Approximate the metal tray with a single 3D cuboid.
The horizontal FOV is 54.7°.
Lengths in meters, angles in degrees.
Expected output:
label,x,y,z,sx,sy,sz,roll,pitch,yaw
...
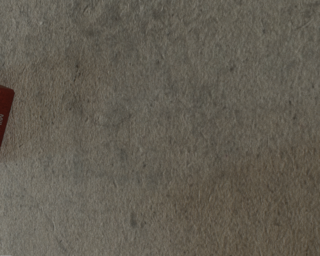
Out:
label,x,y,z,sx,sy,sz,roll,pitch,yaw
metal tray,-0.298,-0.014,0.508,0.090,0.030,0.129,19,96,18
